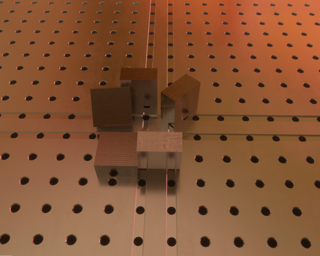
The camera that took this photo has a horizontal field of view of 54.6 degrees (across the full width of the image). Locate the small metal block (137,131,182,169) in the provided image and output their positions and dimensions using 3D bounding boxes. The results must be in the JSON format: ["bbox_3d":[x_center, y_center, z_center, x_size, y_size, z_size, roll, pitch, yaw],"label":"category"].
[{"bbox_3d":[0.000,0.027,0.366,0.050,0.050,0.025,1,61,0],"label":"small metal block"}]

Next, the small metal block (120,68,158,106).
[{"bbox_3d":[-0.029,-0.058,0.440,0.050,0.050,0.025,1,50,0],"label":"small metal block"}]

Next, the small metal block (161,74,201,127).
[{"bbox_3d":[0.028,-0.038,0.423,0.025,0.050,0.050,36,59,26],"label":"small metal block"}]

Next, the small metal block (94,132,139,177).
[{"bbox_3d":[-0.050,0.032,0.381,0.050,0.025,0.050,1,50,1],"label":"small metal block"}]

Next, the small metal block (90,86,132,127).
[{"bbox_3d":[-0.063,-0.029,0.413,0.050,0.050,0.025,-3,12,-2],"label":"small metal block"}]
